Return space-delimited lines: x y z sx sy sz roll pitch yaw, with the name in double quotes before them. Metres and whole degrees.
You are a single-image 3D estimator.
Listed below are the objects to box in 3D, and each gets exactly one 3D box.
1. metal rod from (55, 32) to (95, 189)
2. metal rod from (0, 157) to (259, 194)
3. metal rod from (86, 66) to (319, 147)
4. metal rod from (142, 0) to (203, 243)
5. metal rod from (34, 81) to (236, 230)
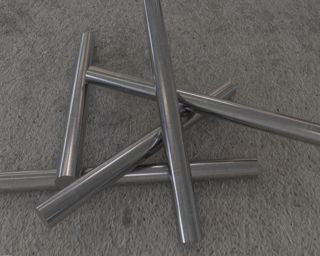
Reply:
"metal rod" -0.109 -0.048 0.424 0.025 0.025 0.300 -4 45 -4
"metal rod" -0.039 0.054 0.357 0.302 0.025 0.025 -3 50 -3
"metal rod" 0.041 -0.032 0.381 0.301 0.025 0.025 17 52 18
"metal rod" 0.010 -0.026 0.359 0.025 0.025 0.299 -7 71 -6
"metal rod" -0.004 0.013 0.367 0.025 0.025 0.302 36 51 26
